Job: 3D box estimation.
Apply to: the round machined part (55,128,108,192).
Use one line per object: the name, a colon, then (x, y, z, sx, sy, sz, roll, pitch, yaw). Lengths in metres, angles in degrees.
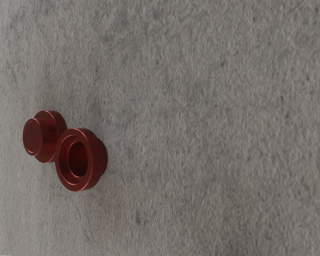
round machined part: (-0.121, 0.049, 0.491, 0.098, 0.042, 0.097, 0, 90, 39)

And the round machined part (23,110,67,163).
round machined part: (-0.215, 0.016, 0.568, 0.098, 0.042, 0.097, 0, 90, 39)
